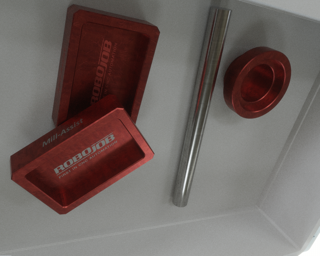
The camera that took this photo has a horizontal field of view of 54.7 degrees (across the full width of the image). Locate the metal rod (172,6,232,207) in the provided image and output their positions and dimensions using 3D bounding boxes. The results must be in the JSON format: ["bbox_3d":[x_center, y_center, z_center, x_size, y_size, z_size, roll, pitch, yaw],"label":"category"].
[{"bbox_3d":[0.052,-0.010,0.432,0.025,0.025,0.298,-6,121,-26],"label":"metal rod"}]

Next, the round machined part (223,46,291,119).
[{"bbox_3d":[0.129,-0.065,0.430,0.099,0.042,0.097,-14,125,-21],"label":"round machined part"}]

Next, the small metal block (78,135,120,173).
[{"bbox_3d":[-0.077,0.027,0.384,0.050,0.025,0.050,-4,120,-27],"label":"small metal block"}]

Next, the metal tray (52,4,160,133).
[{"bbox_3d":[-0.061,-0.057,0.337,0.091,0.030,0.129,2,117,-30],"label":"metal tray"}]

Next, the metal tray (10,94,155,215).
[{"bbox_3d":[-0.082,0.033,0.344,0.130,0.030,0.090,-33,133,-3],"label":"metal tray"}]
